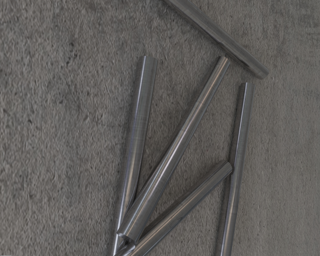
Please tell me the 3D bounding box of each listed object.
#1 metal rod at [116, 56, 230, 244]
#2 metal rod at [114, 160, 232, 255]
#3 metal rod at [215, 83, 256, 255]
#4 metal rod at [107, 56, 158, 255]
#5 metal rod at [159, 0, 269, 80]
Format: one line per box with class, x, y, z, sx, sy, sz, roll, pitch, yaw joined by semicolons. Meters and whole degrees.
metal rod;0.031;0.008;0.411;0.025;0.025;0.301;50;55;-29
metal rod;0.009;0.118;0.388;0.302;0.025;0.025;-31;109;-43
metal rod;0.123;0.071;0.507;0.025;0.025;0.299;18;79;-39
metal rod;-0.036;0.060;0.374;0.025;0.025;0.299;14;81;-39
metal rod;0.076;-0.148;0.467;0.302;0.025;0.025;25;75;-37
